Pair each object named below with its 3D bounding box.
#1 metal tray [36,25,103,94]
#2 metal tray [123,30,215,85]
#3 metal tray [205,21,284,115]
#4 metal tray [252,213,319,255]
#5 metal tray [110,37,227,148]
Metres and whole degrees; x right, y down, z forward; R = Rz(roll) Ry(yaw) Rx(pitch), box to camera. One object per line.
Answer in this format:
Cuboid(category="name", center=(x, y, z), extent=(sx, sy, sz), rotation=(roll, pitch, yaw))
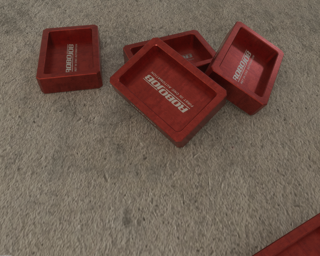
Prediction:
Cuboid(category="metal tray", center=(-0.141, -0.114, 0.494), extent=(0.091, 0.030, 0.130), rotation=(-7, 50, -6))
Cuboid(category="metal tray", center=(0.017, -0.107, 0.489), extent=(0.131, 0.030, 0.090), rotation=(-17, 52, -14))
Cuboid(category="metal tray", center=(0.125, -0.091, 0.454), extent=(0.090, 0.030, 0.130), rotation=(34, 54, -4))
Cuboid(category="metal tray", center=(0.136, 0.143, 0.279), extent=(0.131, 0.030, 0.090), rotation=(-23, 54, -18))
Cuboid(category="metal tray", center=(0.010, -0.049, 0.407), extent=(0.130, 0.030, 0.090), rotation=(42, 82, 18))
